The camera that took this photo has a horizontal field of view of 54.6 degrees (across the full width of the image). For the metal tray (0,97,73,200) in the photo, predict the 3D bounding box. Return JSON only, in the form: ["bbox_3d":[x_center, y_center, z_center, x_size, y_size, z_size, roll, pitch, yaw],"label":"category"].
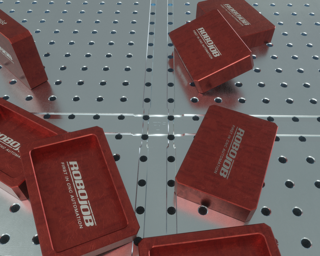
[{"bbox_3d":[-0.188,0.020,0.386,0.130,0.030,0.090,24,54,19],"label":"metal tray"}]

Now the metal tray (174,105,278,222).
[{"bbox_3d":[0.083,0.036,0.375,0.090,0.030,0.130,19,52,15],"label":"metal tray"}]

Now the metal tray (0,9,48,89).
[{"bbox_3d":[-0.230,-0.127,0.471,0.130,0.090,0.030,37,59,27],"label":"metal tray"}]

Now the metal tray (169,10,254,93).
[{"bbox_3d":[0.077,-0.125,0.490,0.090,0.030,0.130,-26,52,6],"label":"metal tray"}]

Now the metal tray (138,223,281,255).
[{"bbox_3d":[0.049,0.143,0.284,0.131,0.030,0.090,-5,50,-5],"label":"metal tray"}]

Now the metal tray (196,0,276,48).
[{"bbox_3d":[0.135,-0.195,0.569,0.091,0.030,0.130,-18,52,-15],"label":"metal tray"}]

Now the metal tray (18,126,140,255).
[{"bbox_3d":[-0.086,0.067,0.325,0.091,0.030,0.130,-15,62,-21],"label":"metal tray"}]
